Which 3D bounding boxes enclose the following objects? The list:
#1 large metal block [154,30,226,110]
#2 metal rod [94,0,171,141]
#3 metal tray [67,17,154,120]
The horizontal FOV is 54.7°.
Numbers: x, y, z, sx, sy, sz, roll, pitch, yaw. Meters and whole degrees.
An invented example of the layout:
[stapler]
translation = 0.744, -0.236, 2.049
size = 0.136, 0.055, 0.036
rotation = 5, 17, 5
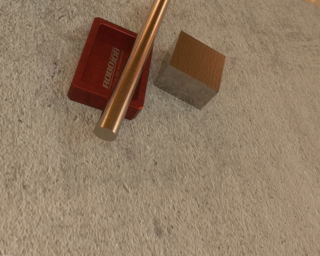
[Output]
[large metal block]
translation = 0.047, -0.087, 0.468
size = 0.080, 0.050, 0.080
rotation = 27, 52, -12
[metal rod]
translation = -0.024, -0.109, 0.419
size = 0.025, 0.025, 0.300
rotation = 26, 52, -13
[metal tray]
translation = -0.062, -0.082, 0.418
size = 0.091, 0.030, 0.130
rotation = 19, 54, -18
